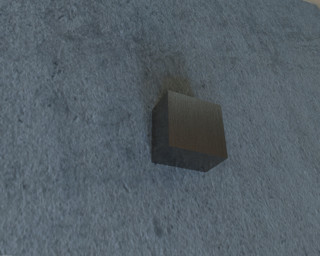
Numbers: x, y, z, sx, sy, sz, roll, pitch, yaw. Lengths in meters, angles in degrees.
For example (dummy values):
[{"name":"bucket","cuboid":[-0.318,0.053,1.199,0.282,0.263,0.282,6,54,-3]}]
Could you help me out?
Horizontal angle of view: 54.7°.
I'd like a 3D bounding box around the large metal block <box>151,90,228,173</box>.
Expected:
[{"name":"large metal block","cuboid":[0.036,0.006,0.405,0.081,0.050,0.080,13,56,-21]}]
